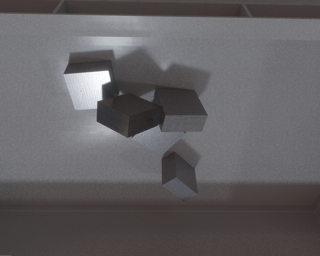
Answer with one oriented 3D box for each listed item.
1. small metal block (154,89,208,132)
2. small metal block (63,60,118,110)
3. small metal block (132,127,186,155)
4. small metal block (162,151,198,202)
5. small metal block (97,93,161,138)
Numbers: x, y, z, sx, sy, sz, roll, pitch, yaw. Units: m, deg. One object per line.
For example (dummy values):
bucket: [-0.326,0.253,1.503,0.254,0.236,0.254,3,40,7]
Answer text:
small metal block: [0.022,-0.021,0.369,0.050,0.050,0.025,-1,131,-17]
small metal block: [-0.079,-0.050,0.365,0.050,0.025,0.050,-4,130,3]
small metal block: [-0.002,0.003,0.412,0.050,0.025,0.050,31,123,-24]
small metal block: [0.028,0.071,0.454,0.025,0.050,0.050,-33,123,24]
small metal block: [-0.036,-0.016,0.353,0.050,0.050,0.025,25,121,33]
